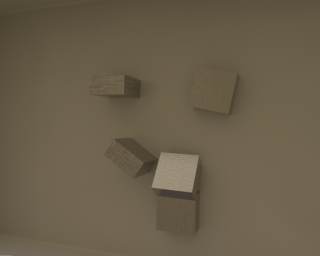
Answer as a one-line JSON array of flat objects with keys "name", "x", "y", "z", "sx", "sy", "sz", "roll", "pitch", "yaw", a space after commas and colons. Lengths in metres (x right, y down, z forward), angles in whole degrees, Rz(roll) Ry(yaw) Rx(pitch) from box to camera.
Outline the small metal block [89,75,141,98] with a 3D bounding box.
[{"name": "small metal block", "x": -0.060, "y": -0.055, "z": 0.417, "sx": 0.050, "sy": 0.050, "sz": 0.025, "roll": 2, "pitch": 91, "yaw": 19}]

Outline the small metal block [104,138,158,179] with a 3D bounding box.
[{"name": "small metal block", "x": -0.037, "y": 0.038, "z": 0.409, "sx": 0.050, "sy": 0.050, "sz": 0.025, "roll": 37, "pitch": 102, "yaw": 16}]

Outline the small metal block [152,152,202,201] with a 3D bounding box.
[{"name": "small metal block", "x": 0.022, "y": 0.060, "z": 0.389, "sx": 0.050, "sy": 0.025, "sz": 0.050, "roll": 3, "pitch": 56, "yaw": 19}]

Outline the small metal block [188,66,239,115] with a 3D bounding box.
[{"name": "small metal block", "x": 0.068, "y": -0.046, "z": 0.386, "sx": 0.050, "sy": 0.025, "sz": 0.050, "roll": 13, "pitch": 94, "yaw": 19}]

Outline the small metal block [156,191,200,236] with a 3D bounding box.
[{"name": "small metal block", "x": 0.024, "y": 0.107, "z": 0.401, "sx": 0.050, "sy": 0.025, "sz": 0.050, "roll": 2, "pitch": 91, "yaw": 19}]
